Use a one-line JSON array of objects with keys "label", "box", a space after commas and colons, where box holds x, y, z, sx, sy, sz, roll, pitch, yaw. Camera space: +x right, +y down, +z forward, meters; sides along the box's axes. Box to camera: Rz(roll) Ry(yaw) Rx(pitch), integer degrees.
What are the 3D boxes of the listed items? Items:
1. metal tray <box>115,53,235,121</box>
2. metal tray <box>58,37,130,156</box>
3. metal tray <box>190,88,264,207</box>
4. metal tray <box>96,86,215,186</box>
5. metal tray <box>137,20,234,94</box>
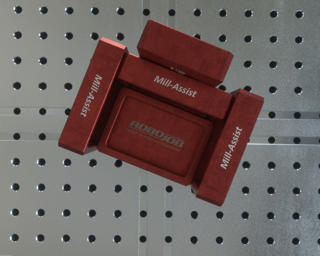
[{"label": "metal tray", "box": [0.017, -0.046, 0.381, 0.131, 0.090, 0.030, 22, 91, -1]}, {"label": "metal tray", "box": [-0.074, -0.035, 0.380, 0.030, 0.090, 0.130, 22, 90, 0]}, {"label": "metal tray", "box": [0.077, 0.021, 0.381, 0.030, 0.090, 0.129, 22, 90, 0]}, {"label": "metal tray", "box": [-0.006, 0.011, 0.410, 0.131, 0.030, 0.090, 22, 90, -1]}, {"label": "metal tray", "box": [0.025, -0.075, 0.360, 0.090, 0.130, 0.030, 22, 91, 0]}]
